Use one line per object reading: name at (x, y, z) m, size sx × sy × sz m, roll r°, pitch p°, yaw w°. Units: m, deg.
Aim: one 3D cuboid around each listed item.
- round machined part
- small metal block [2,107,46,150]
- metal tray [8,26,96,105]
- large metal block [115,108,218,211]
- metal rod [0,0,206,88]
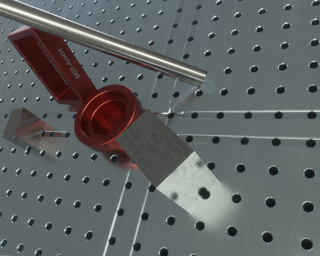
round machined part at (-0.068, -0.010, 0.437) m, size 0.098 × 0.042 × 0.098 m, roll -13°, pitch 56°, yaw 20°
small metal block at (-0.219, 0.002, 0.503) m, size 0.025 × 0.050 × 0.050 m, roll -9°, pitch 58°, yaw 23°
metal tray at (-0.160, -0.094, 0.468) m, size 0.090 × 0.130 × 0.030 m, roll 7°, pitch 47°, yaw 44°
large metal block at (0.008, 0.036, 0.345) m, size 0.050 × 0.080 × 0.080 m, roll -44°, pitch 51°, yaw -2°
metal rod at (-0.084, -0.114, 0.399) m, size 0.302 × 0.025 × 0.025 m, roll 18°, pitch 65°, yaw -9°
